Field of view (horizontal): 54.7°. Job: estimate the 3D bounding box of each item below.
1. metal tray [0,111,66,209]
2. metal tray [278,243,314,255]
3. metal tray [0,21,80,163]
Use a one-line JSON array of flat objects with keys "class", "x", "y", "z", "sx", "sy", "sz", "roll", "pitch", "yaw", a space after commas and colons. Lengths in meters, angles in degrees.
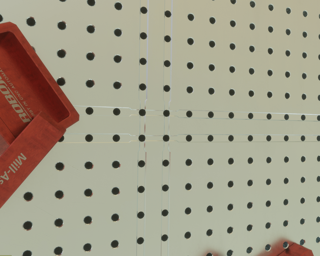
[{"class": "metal tray", "x": -0.156, "y": 0.041, "z": 0.319, "sx": 0.030, "sy": 0.090, "sz": 0.130, "roll": 42, "pitch": 76, "yaw": -20}, {"class": "metal tray", "x": 0.194, "y": 0.255, "z": 0.484, "sx": 0.131, "sy": 0.030, "sz": 0.090, "roll": -27, "pitch": 99, "yaw": -18}, {"class": "metal tray", "x": -0.157, "y": -0.040, "z": 0.325, "sx": 0.130, "sy": 0.030, "sz": 0.090, "roll": 57, "pitch": 39, "yaw": -9}]
